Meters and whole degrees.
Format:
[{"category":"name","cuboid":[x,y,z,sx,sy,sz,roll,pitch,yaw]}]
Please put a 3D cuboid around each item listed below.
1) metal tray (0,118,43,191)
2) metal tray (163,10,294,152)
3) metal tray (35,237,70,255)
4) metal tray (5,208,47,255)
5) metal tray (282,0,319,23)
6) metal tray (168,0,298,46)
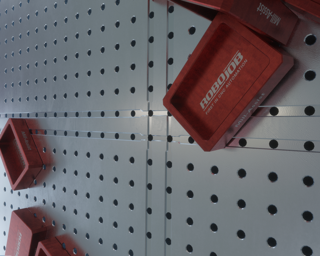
[{"category":"metal tray","cuboid":[-0.300,0.054,0.655,0.090,0.030,0.130,-47,62,29]},{"category":"metal tray","cuboid":[0.067,-0.049,0.343,0.090,0.030,0.129,50,124,27]},{"category":"metal tray","cuboid":[-0.203,0.283,0.575,0.090,0.030,0.129,31,109,36]},{"category":"metal tray","cuboid":[-0.280,0.244,0.640,0.090,0.030,0.129,23,105,37]},{"category":"metal tray","cuboid":[0.144,-0.167,0.262,0.090,0.030,0.129,30,111,7]},{"category":"metal tray","cuboid":[0.062,-0.116,0.290,0.090,0.131,0.030,33,110,35]}]
